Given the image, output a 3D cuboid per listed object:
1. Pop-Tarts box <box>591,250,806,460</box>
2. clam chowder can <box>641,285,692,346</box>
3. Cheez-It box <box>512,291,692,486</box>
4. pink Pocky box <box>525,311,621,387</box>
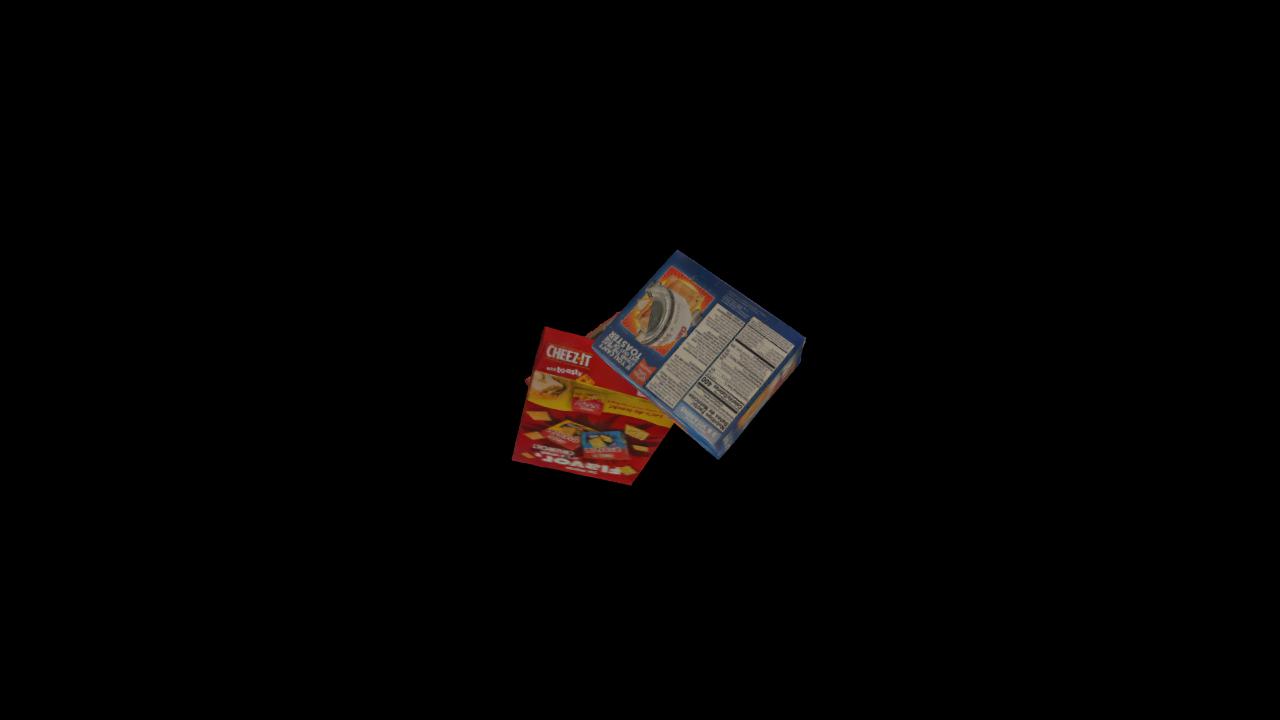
[{"bbox_3d":[0.061,-0.006,0.644,0.167,0.141,0.083,38,-8,21],"label":"Pop-Tarts box"},{"bbox_3d":[0.047,-0.030,0.651,0.102,0.068,0.068,23,-14,-35],"label":"clam chowder can"},{"bbox_3d":[-0.056,0.067,0.741,0.166,0.071,0.223,14,-37,-8],"label":"Cheez-It box"},{"bbox_3d":[-0.061,-0.012,0.748,0.155,0.029,0.084,-34,-1,23],"label":"pink Pocky box"}]
